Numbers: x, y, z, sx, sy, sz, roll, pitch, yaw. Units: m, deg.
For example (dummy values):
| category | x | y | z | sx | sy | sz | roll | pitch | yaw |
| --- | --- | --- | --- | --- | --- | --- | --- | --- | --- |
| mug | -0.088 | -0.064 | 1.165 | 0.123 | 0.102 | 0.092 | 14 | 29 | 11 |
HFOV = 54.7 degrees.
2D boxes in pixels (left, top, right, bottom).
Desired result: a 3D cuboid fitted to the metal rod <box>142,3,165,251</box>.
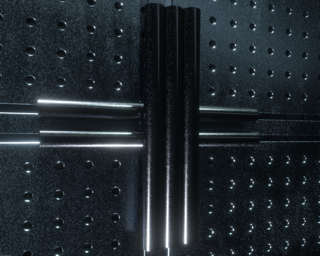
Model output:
| category | x | y | z | sx | sy | sz | roll | pitch | yaw |
| --- | --- | --- | --- | --- | --- | --- | --- | --- | --- |
| metal rod | -0.009 | -0.001 | 0.384 | 0.025 | 0.025 | 0.298 | 1 | 90 | -20 |

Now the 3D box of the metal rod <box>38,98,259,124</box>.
| category | x | y | z | sx | sy | sz | roll | pitch | yaw |
| --- | --- | --- | --- | --- | --- | --- | --- | --- | --- |
| metal rod | 0.000 | -0.020 | 0.414 | 0.303 | 0.025 | 0.025 | 1 | 90 | -21 |

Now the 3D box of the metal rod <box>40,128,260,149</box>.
| category | x | y | z | sx | sy | sz | roll | pitch | yaw |
| --- | --- | --- | --- | --- | --- | --- | --- | --- | --- |
| metal rod | 0.001 | 0.014 | 0.414 | 0.303 | 0.025 | 0.025 | 1 | 90 | -21 |

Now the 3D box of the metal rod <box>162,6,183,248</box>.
| category | x | y | z | sx | sy | sz | roll | pitch | yaw |
| --- | --- | --- | --- | --- | --- | --- | --- | --- | --- |
| metal rod | 0.015 | -0.002 | 0.393 | 0.025 | 0.025 | 0.298 | 1 | 90 | -20 |

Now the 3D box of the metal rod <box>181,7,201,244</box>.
| category | x | y | z | sx | sy | sz | roll | pitch | yaw |
| --- | --- | --- | --- | --- | --- | --- | --- | --- | --- |
| metal rod | 0.038 | -0.003 | 0.402 | 0.025 | 0.025 | 0.298 | 1 | 90 | -20 |
